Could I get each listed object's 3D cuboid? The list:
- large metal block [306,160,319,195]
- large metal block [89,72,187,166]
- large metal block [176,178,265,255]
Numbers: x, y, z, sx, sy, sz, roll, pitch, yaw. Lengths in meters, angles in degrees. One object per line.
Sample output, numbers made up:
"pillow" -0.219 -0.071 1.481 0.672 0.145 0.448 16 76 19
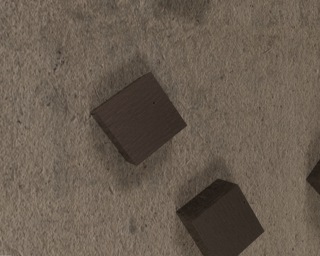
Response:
"large metal block" 0.300 0.095 0.493 0.080 0.080 0.050 44 76 -15
"large metal block" -0.028 -0.011 0.386 0.080 0.050 0.080 -38 103 -16
"large metal block" 0.083 0.129 0.428 0.080 0.050 0.080 -34 102 -17
